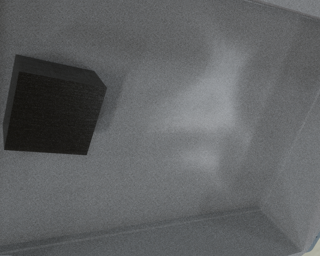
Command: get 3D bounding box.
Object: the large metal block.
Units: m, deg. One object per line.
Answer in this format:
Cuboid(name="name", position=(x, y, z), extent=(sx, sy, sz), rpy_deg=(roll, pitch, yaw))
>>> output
Cuboid(name="large metal block", position=(-0.110, -0.021, 0.319), extent=(0.081, 0.050, 0.079), rpy_deg=(7, 115, -32))
